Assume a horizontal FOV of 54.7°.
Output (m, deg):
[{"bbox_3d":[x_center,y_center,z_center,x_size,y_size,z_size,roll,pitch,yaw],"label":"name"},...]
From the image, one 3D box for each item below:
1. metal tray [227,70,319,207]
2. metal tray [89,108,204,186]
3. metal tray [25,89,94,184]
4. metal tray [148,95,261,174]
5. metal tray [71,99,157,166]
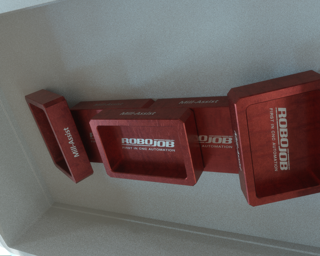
[{"bbox_3d":[0.126,0.014,0.321,0.090,0.030,0.129,-13,115,3],"label":"metal tray"},{"bbox_3d":[-0.017,0.022,0.387,0.130,0.030,0.089,1,118,28],"label":"metal tray"},{"bbox_3d":[-0.152,0.011,0.467,0.090,0.030,0.129,19,131,49],"label":"metal tray"},{"bbox_3d":[0.055,0.009,0.381,0.130,0.030,0.089,0,119,28],"label":"metal tray"},{"bbox_3d":[-0.061,0.007,0.441,0.130,0.030,0.089,0,119,28],"label":"metal tray"}]
